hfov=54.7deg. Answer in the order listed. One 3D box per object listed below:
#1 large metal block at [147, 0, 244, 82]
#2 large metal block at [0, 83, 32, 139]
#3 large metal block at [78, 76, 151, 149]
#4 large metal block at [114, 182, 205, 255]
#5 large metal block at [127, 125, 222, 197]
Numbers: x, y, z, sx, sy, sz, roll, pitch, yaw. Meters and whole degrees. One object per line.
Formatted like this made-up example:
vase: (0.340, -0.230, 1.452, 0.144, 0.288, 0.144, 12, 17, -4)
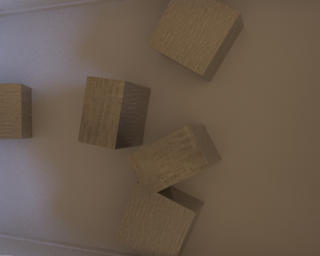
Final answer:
large metal block: (0.044, -0.114, 0.381, 0.080, 0.050, 0.080, 33, 101, 16)
large metal block: (-0.242, -0.024, 0.464, 0.081, 0.050, 0.079, -1, 90, -6)
large metal block: (-0.056, -0.019, 0.400, 0.050, 0.080, 0.079, 10, 93, 19)
large metal block: (0.000, 0.118, 0.396, 0.080, 0.050, 0.080, 24, 98, 18)
large metal block: (0.021, 0.037, 0.373, 0.080, 0.080, 0.050, -29, 81, 17)
